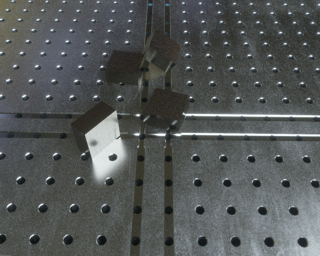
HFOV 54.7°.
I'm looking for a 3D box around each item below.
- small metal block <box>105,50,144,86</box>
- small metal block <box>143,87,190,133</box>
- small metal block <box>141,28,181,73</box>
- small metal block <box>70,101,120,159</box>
[{"bbox_3d":[-0.054,-0.095,0.487,0.050,0.025,0.050,8,50,6],"label":"small metal block"},{"bbox_3d":[0.010,-0.025,0.429,0.050,0.025,0.050,16,52,12],"label":"small metal block"},{"bbox_3d":[0.002,-0.124,0.497,0.050,0.025,0.050,30,48,-18],"label":"small metal block"},{"bbox_3d":[-0.079,0.003,0.388,0.025,0.050,0.050,32,57,24],"label":"small metal block"}]
